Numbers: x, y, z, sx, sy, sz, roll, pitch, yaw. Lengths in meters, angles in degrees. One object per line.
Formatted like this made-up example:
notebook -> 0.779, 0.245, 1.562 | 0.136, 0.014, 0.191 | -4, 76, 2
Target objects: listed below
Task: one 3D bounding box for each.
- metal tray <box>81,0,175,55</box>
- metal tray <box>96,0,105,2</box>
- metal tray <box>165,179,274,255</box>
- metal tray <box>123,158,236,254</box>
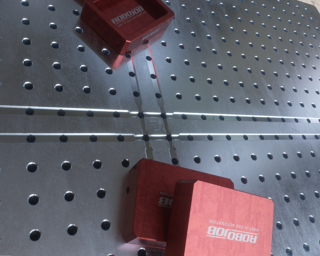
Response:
metal tray -> -0.047, -0.179, 0.489 | 0.090, 0.030, 0.131 | 44, 51, 2
metal tray -> -0.121, -0.273, 0.507 | 0.130, 0.030, 0.090 | 38, 51, -3
metal tray -> 0.071, 0.113, 0.343 | 0.131, 0.030, 0.090 | 20, 71, -31
metal tray -> 0.028, 0.094, 0.364 | 0.131, 0.030, 0.090 | 16, 55, -20
